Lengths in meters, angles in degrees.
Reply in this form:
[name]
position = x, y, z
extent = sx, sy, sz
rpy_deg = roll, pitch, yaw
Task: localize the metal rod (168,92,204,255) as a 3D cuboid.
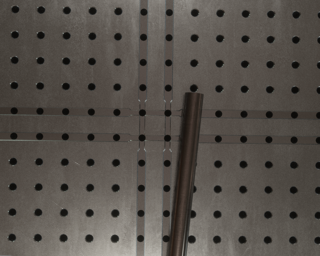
[metal rod]
position = 0.030, 0.102, 0.413
extent = 0.025, 0.025, 0.298
rpy_deg = 6, 90, -1
